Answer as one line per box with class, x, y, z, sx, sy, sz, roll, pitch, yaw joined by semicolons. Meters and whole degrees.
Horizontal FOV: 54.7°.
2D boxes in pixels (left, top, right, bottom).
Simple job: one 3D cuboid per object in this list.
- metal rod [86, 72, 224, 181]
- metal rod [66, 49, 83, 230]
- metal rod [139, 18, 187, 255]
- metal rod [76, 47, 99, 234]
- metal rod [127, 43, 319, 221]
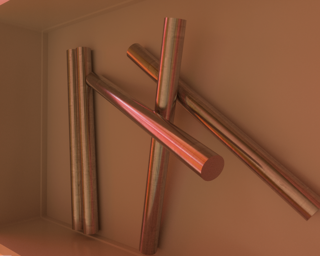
metal rod;-0.031;-0.022;0.380;0.300;0.025;0.025;37;114;51
metal rod;-0.140;0.018;0.522;0.025;0.025;0.298;-4;87;40
metal rod;0.001;0.022;0.383;0.025;0.025;0.298;19;109;38
metal rod;-0.118;0.019;0.504;0.025;0.025;0.298;-5;87;40
metal rod;0.054;-0.015;0.361;0.300;0.025;0.025;46;117;30
